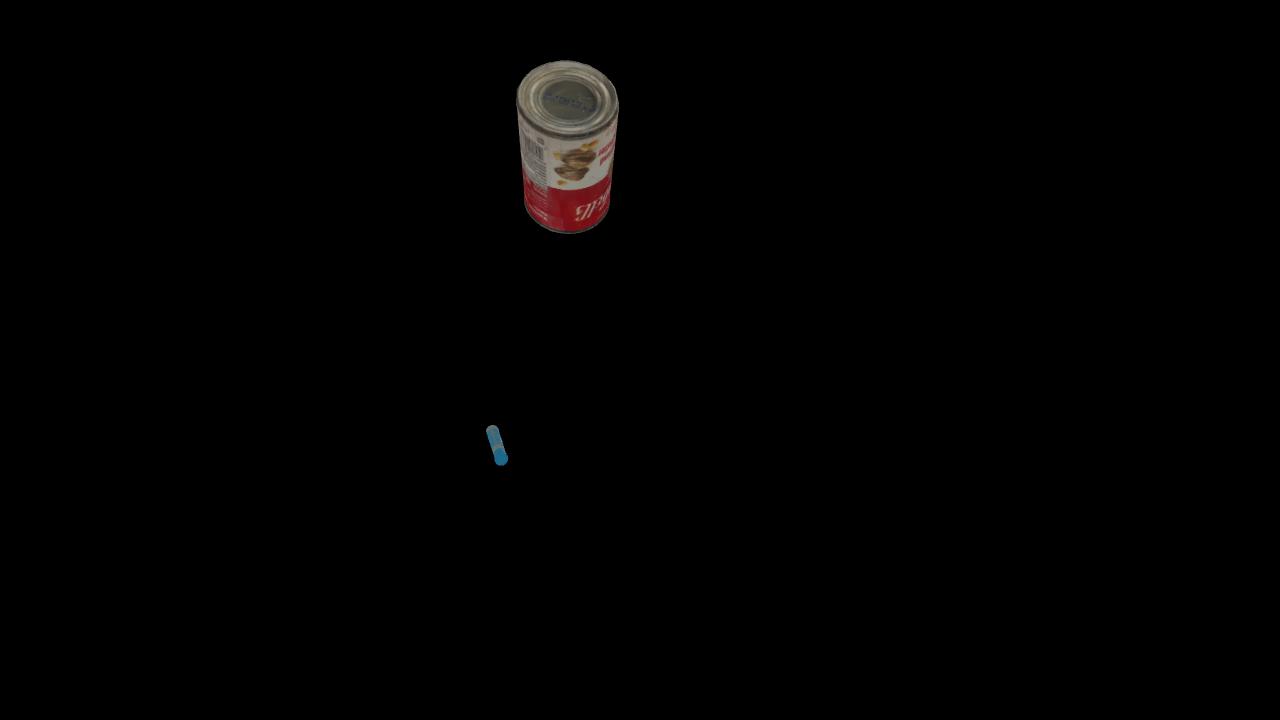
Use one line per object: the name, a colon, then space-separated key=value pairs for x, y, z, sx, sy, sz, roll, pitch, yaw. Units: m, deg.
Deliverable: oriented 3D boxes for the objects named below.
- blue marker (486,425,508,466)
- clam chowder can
blue marker: x=-0.209 y=0.124 z=0.897 sx=0.020 sy=0.020 sz=0.121 roll=0 pitch=14 yaw=-20
clam chowder can: x=-0.052 y=-0.148 z=0.437 sx=0.068 sy=0.068 sz=0.102 roll=0 pitch=-25 yaw=-6
